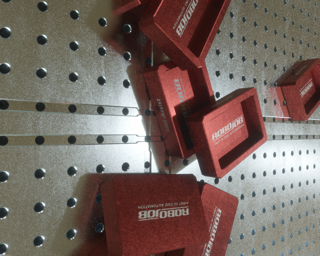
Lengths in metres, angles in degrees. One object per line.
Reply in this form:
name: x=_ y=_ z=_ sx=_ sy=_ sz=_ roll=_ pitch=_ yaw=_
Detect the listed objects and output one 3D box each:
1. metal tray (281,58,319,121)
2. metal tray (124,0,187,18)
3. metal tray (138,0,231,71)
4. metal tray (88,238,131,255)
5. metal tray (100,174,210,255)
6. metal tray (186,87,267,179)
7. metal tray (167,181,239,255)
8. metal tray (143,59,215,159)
metal tray: x=0.315 y=-0.083 z=0.666 sx=0.131 sy=0.030 sz=0.090 roll=-38 pitch=113 yaw=-33
metal tray: x=-0.002 y=-0.211 z=0.403 sx=0.091 sy=0.030 sz=0.129 roll=0 pitch=90 yaw=-40
metal tray: x=0.037 y=-0.151 z=0.395 sx=0.090 sy=0.030 sz=0.130 roll=38 pitch=67 yaw=-33
metal tray: x=-0.051 y=0.205 z=0.362 sx=0.090 sy=0.030 sz=0.130 roll=-42 pitch=116 yaw=-32
metal tray: x=-0.003 y=0.104 z=0.378 sx=0.131 sy=0.030 sz=0.090 roll=6 pitch=63 yaw=-38
metal tray: x=0.102 y=0.003 z=0.449 sx=0.131 sy=0.030 sz=0.090 roll=-29 pitch=108 yaw=-36
metal tray: x=0.065 y=0.153 z=0.460 sx=0.090 sy=0.030 sz=0.130 roll=30 pitch=71 yaw=-36
metal tray: x=0.037 y=-0.033 z=0.434 sx=0.091 sy=0.030 sz=0.129 roll=-28 pitch=108 yaw=-36
